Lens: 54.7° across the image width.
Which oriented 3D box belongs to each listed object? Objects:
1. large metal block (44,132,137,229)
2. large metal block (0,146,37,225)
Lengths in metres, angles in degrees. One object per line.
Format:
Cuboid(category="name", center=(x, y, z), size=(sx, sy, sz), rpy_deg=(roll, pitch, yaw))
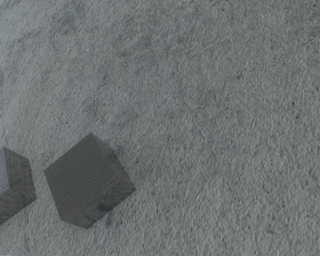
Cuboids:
Cuboid(category="large metal block", center=(-0.090, 0.066, 0.395), size=(0.080, 0.050, 0.080), rpy_deg=(-39, 51, 1))
Cuboid(category="large metal block", center=(-0.239, 0.089, 0.459), size=(0.080, 0.050, 0.080), rpy_deg=(-35, 51, 4))
